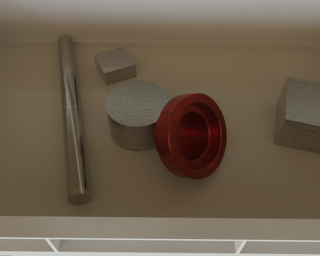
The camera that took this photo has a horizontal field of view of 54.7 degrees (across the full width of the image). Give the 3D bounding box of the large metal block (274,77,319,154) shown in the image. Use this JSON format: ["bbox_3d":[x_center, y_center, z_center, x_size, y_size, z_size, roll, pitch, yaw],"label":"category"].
[{"bbox_3d":[0.199,-0.015,0.404,0.080,0.050,0.080,13,51,10],"label":"large metal block"}]

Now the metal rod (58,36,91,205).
[{"bbox_3d":[-0.124,-0.034,0.431,0.025,0.025,0.300,-11,51,-9],"label":"metal rod"}]

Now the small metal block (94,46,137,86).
[{"bbox_3d":[-0.070,-0.098,0.486,0.050,0.025,0.050,-20,53,-17],"label":"small metal block"}]

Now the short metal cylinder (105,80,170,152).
[{"bbox_3d":[-0.027,-0.016,0.402,0.081,0.050,0.080,0,50,0],"label":"short metal cylinder"}]

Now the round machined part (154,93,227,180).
[{"bbox_3d":[0.032,0.009,0.363,0.042,0.098,0.098,-2,38,48],"label":"round machined part"}]
